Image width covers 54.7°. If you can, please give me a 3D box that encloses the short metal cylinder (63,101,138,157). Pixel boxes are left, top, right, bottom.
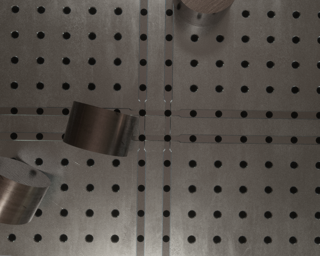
[{"bbox_3d":[-0.073,0.001,0.385,0.080,0.080,0.050,15,90,-1],"label":"short metal cylinder"}]

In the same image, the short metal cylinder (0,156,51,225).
[{"bbox_3d":[-0.185,0.076,0.384,0.080,0.080,0.050,28,90,-1],"label":"short metal cylinder"}]

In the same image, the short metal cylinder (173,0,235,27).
[{"bbox_3d":[0.058,-0.179,0.402,0.081,0.050,0.079,0,90,-1],"label":"short metal cylinder"}]
